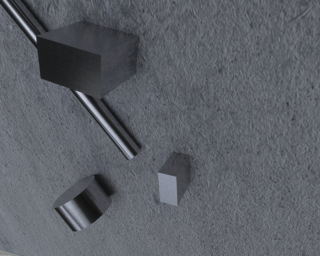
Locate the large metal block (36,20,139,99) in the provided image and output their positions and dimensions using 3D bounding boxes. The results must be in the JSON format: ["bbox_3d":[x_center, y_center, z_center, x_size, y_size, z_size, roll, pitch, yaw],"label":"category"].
[{"bbox_3d":[-0.081,-0.083,0.361,0.080,0.080,0.050,20,126,16],"label":"large metal block"}]

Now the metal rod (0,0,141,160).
[{"bbox_3d":[-0.128,-0.078,0.423,0.025,0.025,0.300,-30,102,37],"label":"metal rod"}]

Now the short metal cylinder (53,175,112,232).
[{"bbox_3d":[-0.128,0.123,0.512,0.080,0.080,0.050,-24,106,36],"label":"short metal cylinder"}]

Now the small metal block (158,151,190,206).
[{"bbox_3d":[0.021,0.068,0.421,0.025,0.050,0.050,10,123,22],"label":"small metal block"}]
